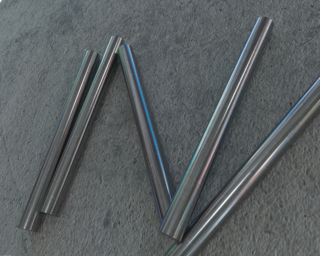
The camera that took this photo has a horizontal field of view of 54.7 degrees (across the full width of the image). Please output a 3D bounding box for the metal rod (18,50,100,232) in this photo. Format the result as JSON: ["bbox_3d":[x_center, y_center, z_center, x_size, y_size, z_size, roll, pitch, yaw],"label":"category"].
[{"bbox_3d":[-0.146,0.004,0.475,0.025,0.025,0.300,-2,61,27],"label":"metal rod"}]

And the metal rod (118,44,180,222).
[{"bbox_3d":[-0.022,-0.012,0.421,0.025,0.025,0.299,-26,53,12],"label":"metal rod"}]

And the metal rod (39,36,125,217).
[{"bbox_3d":[-0.110,-0.018,0.470,0.025,0.025,0.300,2,62,29],"label":"metal rod"}]

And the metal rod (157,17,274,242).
[{"bbox_3d":[0.075,-0.016,0.360,0.025,0.025,0.300,13,64,33],"label":"metal rod"}]

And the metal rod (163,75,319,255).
[{"bbox_3d":[0.110,0.031,0.326,0.300,0.025,0.025,-48,52,-6],"label":"metal rod"}]
